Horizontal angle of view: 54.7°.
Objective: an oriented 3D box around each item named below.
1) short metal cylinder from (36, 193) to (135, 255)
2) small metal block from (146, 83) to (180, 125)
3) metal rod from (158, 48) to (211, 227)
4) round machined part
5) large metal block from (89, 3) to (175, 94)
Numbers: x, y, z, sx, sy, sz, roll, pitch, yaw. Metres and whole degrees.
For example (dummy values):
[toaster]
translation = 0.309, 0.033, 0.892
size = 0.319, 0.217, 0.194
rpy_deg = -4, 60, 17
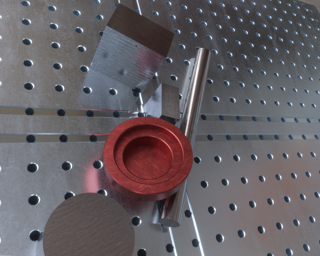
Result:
[short metal cylinder]
translation = -0.070, 0.107, 0.290
size = 0.081, 0.050, 0.080
rpy_deg = 14, 56, -21
[small metal block]
translation = 0.003, -0.023, 0.409
size = 0.025, 0.050, 0.050
rpy_deg = 14, 56, -21
[metal rod]
translation = 0.042, -0.010, 0.438
size = 0.025, 0.025, 0.300
rpy_deg = 25, 53, -13
[round machined part]
translation = -0.015, 0.038, 0.356
size = 0.099, 0.042, 0.098
rpy_deg = 4, 55, -6
[large metal block]
translation = -0.039, -0.104, 0.417
size = 0.080, 0.080, 0.050
rpy_deg = 26, 53, -13
